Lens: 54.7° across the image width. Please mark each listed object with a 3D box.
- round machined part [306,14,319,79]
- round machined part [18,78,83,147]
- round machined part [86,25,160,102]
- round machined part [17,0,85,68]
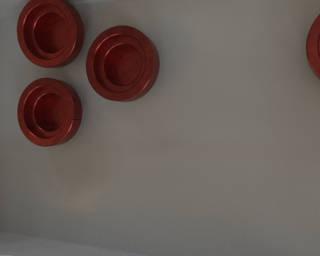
[{"bbox_3d":[0.207,-0.086,0.325,0.098,0.042,0.097,1,92,25],"label":"round machined part"},{"bbox_3d":[-0.156,-0.023,0.456,0.098,0.042,0.097,0,90,20],"label":"round machined part"},{"bbox_3d":[-0.046,-0.083,0.418,0.098,0.042,0.097,0,90,20],"label":"round machined part"},{"bbox_3d":[-0.153,-0.137,0.450,0.098,0.042,0.097,3,100,17],"label":"round machined part"}]
